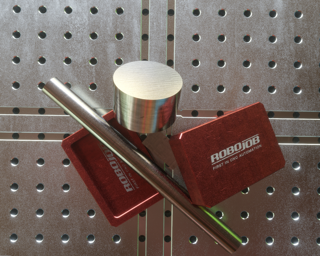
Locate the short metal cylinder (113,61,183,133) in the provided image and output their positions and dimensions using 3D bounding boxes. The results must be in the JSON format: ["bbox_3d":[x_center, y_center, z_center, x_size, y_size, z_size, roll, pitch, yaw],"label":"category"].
[{"bbox_3d":[-0.016,-0.039,0.376,0.080,0.080,0.050,8,132,0],"label":"short metal cylinder"}]

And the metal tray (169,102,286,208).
[{"bbox_3d":[0.086,0.030,0.382,0.131,0.030,0.090,-21,90,-25],"label":"metal tray"}]

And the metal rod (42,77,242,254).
[{"bbox_3d":[-0.021,0.046,0.379,0.300,0.025,0.025,41,90,-1],"label":"metal rod"}]

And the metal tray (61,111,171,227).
[{"bbox_3d":[-0.055,0.050,0.406,0.090,0.030,0.130,-32,90,0],"label":"metal tray"}]

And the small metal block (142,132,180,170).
[{"bbox_3d":[0.005,0.025,0.396,0.050,0.050,0.025,41,90,0],"label":"small metal block"}]
